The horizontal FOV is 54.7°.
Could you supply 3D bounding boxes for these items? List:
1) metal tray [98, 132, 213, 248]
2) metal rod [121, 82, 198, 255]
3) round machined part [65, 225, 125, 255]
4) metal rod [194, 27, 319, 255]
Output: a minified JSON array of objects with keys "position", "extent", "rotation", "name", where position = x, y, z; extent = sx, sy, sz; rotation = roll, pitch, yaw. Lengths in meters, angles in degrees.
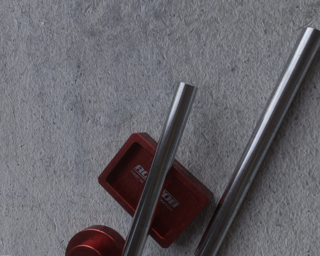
[{"position":[-0.008,0.079,0.409],"extent":[0.130,0.030,0.090],"rotation":[42,103,15],"name":"metal tray"},{"position":[-0.013,0.090,0.381],"extent":[0.025,0.025,0.298],"rotation":[20,97,19],"name":"metal rod"},{"position":[-0.093,0.190,0.433],"extent":[0.098,0.042,0.097],"rotation":[0,90,20],"name":"round machined part"},{"position":[0.114,0.028,0.368],"extent":[0.025,0.025,0.298],"rotation":[26,98,18],"name":"metal rod"}]
